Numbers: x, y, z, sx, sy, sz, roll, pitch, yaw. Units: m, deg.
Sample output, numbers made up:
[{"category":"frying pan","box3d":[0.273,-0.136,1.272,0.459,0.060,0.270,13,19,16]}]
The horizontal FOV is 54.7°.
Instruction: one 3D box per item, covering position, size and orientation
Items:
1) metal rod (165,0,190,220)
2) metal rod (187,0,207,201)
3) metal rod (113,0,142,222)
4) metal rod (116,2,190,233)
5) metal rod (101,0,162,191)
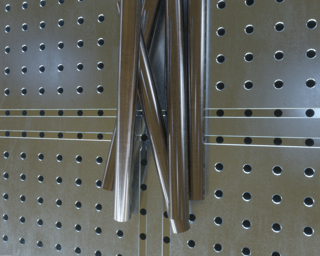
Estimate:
[{"category":"metal rod","box3d":[0.021,-0.040,0.388,0.025,0.025,0.298,-3,83,19]},{"category":"metal rod","box3d":[0.046,-0.059,0.395,0.025,0.025,0.298,1,90,19]},{"category":"metal rod","box3d":[-0.042,-0.019,0.389,0.025,0.025,0.298,10,107,19]},{"category":"metal rod","box3d":[-0.008,-0.013,0.398,0.025,0.025,0.298,-13,92,19]},{"category":"metal rod","box3d":[-0.036,-0.060,0.424,0.025,0.025,0.298,15,95,19]}]
